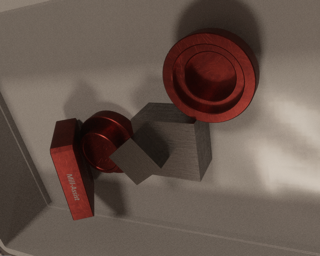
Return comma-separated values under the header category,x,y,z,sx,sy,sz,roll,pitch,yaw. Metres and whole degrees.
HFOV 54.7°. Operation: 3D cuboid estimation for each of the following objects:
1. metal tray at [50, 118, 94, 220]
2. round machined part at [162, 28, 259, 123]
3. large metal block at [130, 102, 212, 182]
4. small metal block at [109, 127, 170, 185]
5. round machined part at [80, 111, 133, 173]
category,x,y,z,sx,sy,sz,roll,pitch,yaw
metal tray,-0.128,0.061,0.468,0.030,0.090,0.129,-11,120,-6
round machined part,0.056,-0.058,0.332,0.098,0.042,0.097,13,124,20
large metal block,0.017,0.016,0.392,0.080,0.050,0.079,5,121,25
small metal block,-0.026,0.035,0.378,0.050,0.025,0.050,46,129,-5
round machined part,-0.077,0.027,0.453,0.098,0.042,0.097,13,124,20
